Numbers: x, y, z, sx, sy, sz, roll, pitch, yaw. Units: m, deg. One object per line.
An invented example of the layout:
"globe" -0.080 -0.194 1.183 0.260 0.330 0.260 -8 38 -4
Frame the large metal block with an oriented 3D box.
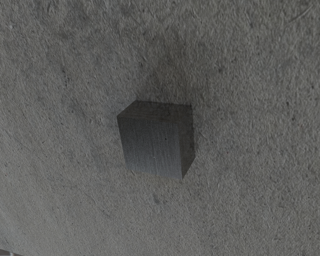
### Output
"large metal block" -0.002 0.013 0.400 0.080 0.050 0.079 8 122 24
